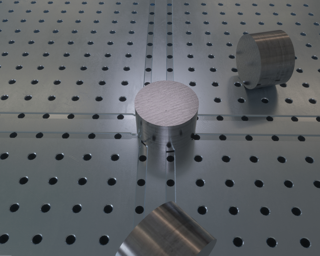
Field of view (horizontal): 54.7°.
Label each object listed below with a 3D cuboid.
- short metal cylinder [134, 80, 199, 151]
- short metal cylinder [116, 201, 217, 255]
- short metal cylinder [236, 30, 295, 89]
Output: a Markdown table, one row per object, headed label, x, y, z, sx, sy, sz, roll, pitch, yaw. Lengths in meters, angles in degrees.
| label | x | y | z | sx | sy | sz | roll | pitch | yaw |
| --- | --- | --- | --- | --- | --- | --- | --- | --- | --- |
| short metal cylinder | 0.008 | -0.017 | 0.405 | 0.081 | 0.050 | 0.080 | 0 | 50 | 0 |
| short metal cylinder | 0.005 | 0.113 | 0.277 | 0.050 | 0.080 | 0.080 | 37 | 59 | 27 |
| short metal cylinder | 0.153 | -0.101 | 0.457 | 0.050 | 0.080 | 0.080 | -10 | 51 | -8 |
